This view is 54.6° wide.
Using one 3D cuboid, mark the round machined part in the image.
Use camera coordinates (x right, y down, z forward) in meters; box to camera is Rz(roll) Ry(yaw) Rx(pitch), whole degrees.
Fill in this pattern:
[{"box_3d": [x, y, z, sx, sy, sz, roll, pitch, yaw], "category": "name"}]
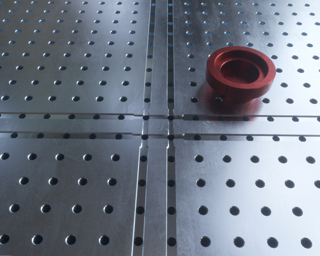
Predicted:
[{"box_3d": [0.117, -0.076, 0.461, 0.099, 0.042, 0.098, 0, 50, 0], "category": "round machined part"}]
